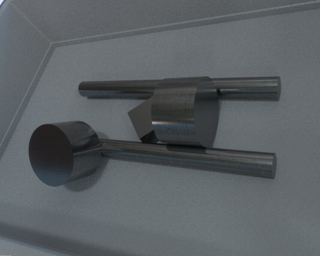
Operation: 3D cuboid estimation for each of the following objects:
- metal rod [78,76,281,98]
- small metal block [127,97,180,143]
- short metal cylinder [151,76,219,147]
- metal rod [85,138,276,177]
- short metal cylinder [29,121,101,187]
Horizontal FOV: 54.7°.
[{"bbox_3d":[0.007,-0.055,0.432,0.300,0.025,0.025,3,64,29],"label":"metal rod"},{"bbox_3d":[-0.009,-0.011,0.414,0.050,0.025,0.050,-33,52,6],"label":"small metal block"},{"bbox_3d":[0.032,-0.019,0.363,0.050,0.080,0.080,2,63,29],"label":"short metal cylinder"},{"bbox_3d":[-0.014,0.031,0.390,0.300,0.025,0.025,3,63,29],"label":"metal rod"},{"bbox_3d":[-0.125,0.032,0.410,0.080,0.050,0.079,4,98,29],"label":"short metal cylinder"}]
